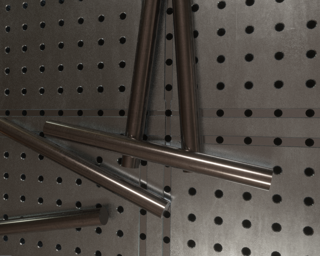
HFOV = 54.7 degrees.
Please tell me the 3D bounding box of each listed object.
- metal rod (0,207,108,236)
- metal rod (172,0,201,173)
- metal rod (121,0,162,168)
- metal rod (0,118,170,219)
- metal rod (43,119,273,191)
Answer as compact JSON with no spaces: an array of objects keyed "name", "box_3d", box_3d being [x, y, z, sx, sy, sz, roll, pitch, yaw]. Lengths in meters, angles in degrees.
[{"name":"metal rod","box_3d":[-0.219,0.154,0.487,0.301,0.025,0.025,-12,86,19]},{"name":"metal rod","box_3d":[0.033,-0.093,0.400,0.025,0.025,0.298,-4,89,19]},{"name":"metal rod","box_3d":[-0.021,-0.095,0.419,0.025,0.025,0.298,9,93,19]},{"name":"metal rod","box_3d":[-0.124,0.052,0.454,0.301,0.025,0.025,23,98,18]},{"name":"metal rod","box_3d":[-0.017,0.029,0.389,0.301,0.025,0.025,12,94,19]}]
